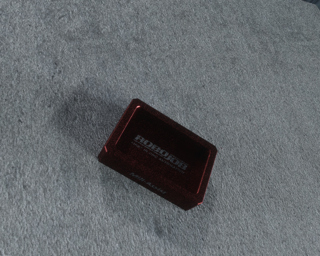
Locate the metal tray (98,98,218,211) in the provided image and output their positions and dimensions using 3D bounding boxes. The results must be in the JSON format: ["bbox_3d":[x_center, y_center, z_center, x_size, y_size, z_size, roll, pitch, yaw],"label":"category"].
[{"bbox_3d":[0.002,0.032,0.385,0.130,0.030,0.090,31,51,-8],"label":"metal tray"}]
